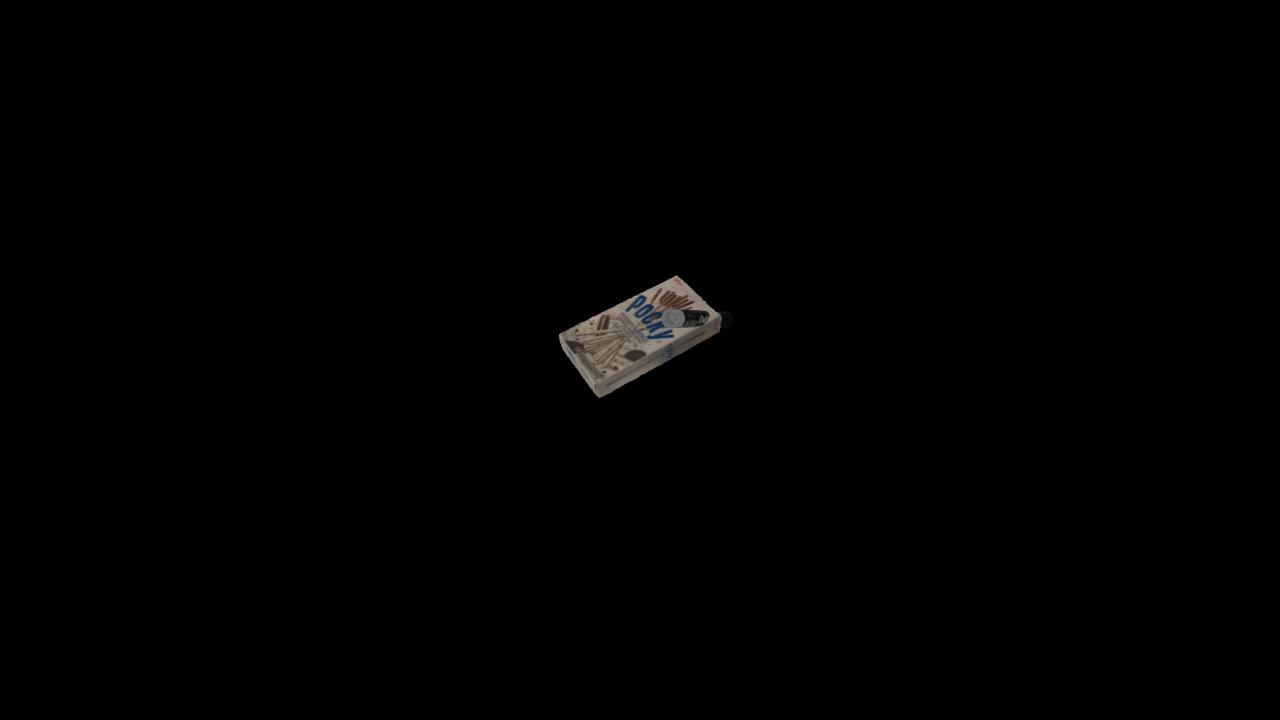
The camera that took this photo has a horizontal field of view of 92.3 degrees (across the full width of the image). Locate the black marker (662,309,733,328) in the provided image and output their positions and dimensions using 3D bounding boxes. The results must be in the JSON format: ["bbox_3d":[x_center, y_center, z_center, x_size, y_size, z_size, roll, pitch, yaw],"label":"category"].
[{"bbox_3d":[0.064,-0.043,0.643,0.020,0.020,0.121,0,3,36],"label":"black marker"}]

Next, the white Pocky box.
[{"bbox_3d":[0.000,-0.028,0.652,0.154,0.028,0.084,-28,53,-16],"label":"white Pocky box"}]
